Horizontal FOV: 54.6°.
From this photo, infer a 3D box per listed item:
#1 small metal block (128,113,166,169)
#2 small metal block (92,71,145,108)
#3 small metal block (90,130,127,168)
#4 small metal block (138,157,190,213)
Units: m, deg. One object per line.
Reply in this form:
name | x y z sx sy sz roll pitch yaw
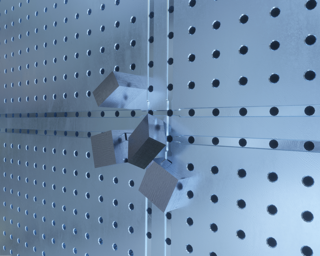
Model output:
small metal block | -0.018 0.017 0.410 0.050 0.025 0.050 -50 26 28
small metal block | -0.059 -0.053 0.443 0.050 0.050 0.025 -38 67 33
small metal block | -0.078 0.032 0.475 0.050 0.025 0.050 -16 80 39
small metal block | 0.005 0.073 0.407 0.050 0.025 0.050 34 111 35
